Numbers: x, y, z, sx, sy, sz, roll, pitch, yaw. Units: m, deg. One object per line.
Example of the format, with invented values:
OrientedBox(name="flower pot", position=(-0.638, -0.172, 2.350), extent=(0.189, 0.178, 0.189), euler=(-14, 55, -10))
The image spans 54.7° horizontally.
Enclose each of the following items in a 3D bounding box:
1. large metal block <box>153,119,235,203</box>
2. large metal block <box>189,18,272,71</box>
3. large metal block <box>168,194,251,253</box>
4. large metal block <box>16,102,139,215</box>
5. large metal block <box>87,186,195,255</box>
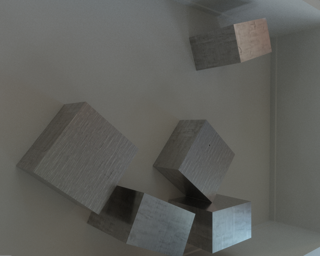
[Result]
OrientedBox(name="large metal block", position=(0.050, 0.044, 0.432), extent=(0.080, 0.050, 0.080), euler=(46, 62, -30))
OrientedBox(name="large metal block", position=(0.104, -0.123, 0.457), extent=(0.081, 0.080, 0.050), euler=(-24, 106, -37))
OrientedBox(name="large metal block", position=(0.068, 0.125, 0.428), extent=(0.081, 0.080, 0.050), euler=(-1, 91, -40))
OrientedBox(name="large metal block", position=(-0.082, 0.030, 0.321), extent=(0.080, 0.050, 0.080), euler=(45, 63, -31))
OrientedBox(name="large metal block", position=(-0.022, 0.103, 0.353), extent=(0.080, 0.080, 0.050), euler=(31, 71, -36))
